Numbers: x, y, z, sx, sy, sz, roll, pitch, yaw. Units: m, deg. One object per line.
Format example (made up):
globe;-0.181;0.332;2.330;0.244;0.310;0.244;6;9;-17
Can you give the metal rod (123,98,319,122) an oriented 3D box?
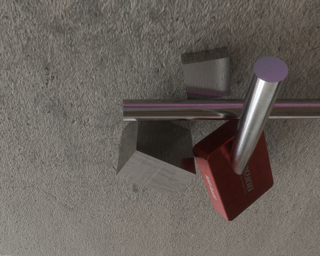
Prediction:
metal rod;0.108;-0.022;0.367;0.302;0.025;0.025;-1;131;-9

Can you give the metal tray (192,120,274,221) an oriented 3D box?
metal tray;0.103;0.054;0.416;0.090;0.030;0.129;-35;126;-16

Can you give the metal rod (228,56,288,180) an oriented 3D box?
metal rod;0.096;0.026;0.362;0.025;0.025;0.299;-5;152;3

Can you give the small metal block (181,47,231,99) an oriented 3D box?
small metal block;0.053;-0.061;0.356;0.050;0.025;0.050;-8;130;6

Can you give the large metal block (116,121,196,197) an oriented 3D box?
large metal block;-0.005;0.030;0.397;0.080;0.080;0.050;24;126;-20
